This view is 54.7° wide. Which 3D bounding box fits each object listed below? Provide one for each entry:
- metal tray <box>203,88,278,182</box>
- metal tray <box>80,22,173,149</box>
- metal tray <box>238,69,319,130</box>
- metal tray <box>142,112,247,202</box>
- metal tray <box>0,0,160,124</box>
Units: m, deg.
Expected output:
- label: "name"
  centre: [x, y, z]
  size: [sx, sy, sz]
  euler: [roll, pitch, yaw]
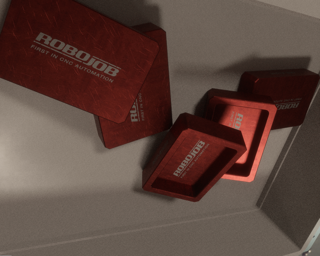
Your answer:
- label: "metal tray"
  centre: [0.103, 0.013, 0.445]
  size: [0.091, 0.030, 0.129]
  euler: [8, 119, 0]
- label: "metal tray"
  centre: [-0.035, -0.046, 0.359]
  size: [0.091, 0.030, 0.129]
  euler: [-18, 126, -18]
- label: "metal tray"
  centre: [0.178, -0.042, 0.479]
  size: [0.131, 0.030, 0.089]
  euler: [-7, 122, -25]
- label: "metal tray"
  centre: [0.041, 0.045, 0.415]
  size: [0.091, 0.030, 0.129]
  euler: [17, 130, -18]
- label: "metal tray"
  centre: [-0.077, -0.069, 0.295]
  size: [0.131, 0.030, 0.089]
  euler: [22, 107, -17]
